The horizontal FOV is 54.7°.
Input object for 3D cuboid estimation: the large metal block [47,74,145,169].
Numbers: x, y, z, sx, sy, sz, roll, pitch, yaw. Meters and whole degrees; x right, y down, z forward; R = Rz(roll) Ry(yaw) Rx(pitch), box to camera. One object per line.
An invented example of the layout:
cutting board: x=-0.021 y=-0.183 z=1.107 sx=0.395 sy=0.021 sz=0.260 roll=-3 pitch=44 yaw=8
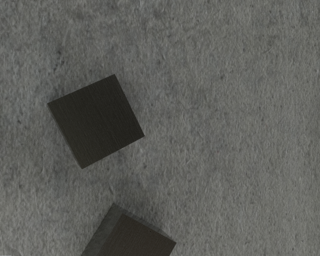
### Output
large metal block: x=-0.077 y=-0.008 z=0.368 sx=0.081 sy=0.050 sz=0.080 roll=-28 pitch=100 yaw=-18

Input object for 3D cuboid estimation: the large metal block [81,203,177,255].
large metal block: x=-0.041 y=0.152 z=0.382 sx=0.080 sy=0.050 sz=0.080 roll=35 pitch=79 yaw=-17
